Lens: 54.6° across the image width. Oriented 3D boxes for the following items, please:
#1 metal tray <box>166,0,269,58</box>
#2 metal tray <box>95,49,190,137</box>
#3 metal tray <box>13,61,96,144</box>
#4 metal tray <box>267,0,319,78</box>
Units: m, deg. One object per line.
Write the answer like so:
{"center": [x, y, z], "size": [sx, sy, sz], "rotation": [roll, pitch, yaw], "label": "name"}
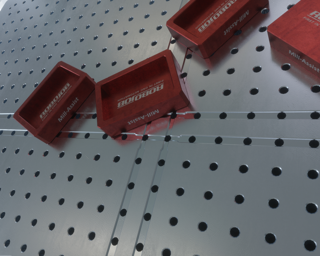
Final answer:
{"center": [0.084, -0.175, 0.468], "size": [0.130, 0.030, 0.090], "rotation": [-43, 51, -1], "label": "metal tray"}
{"center": [-0.030, -0.051, 0.452], "size": [0.130, 0.030, 0.090], "rotation": [-22, 53, 14], "label": "metal tray"}
{"center": [-0.180, -0.047, 0.530], "size": [0.090, 0.030, 0.130], "rotation": [29, 77, 37], "label": "metal tray"}
{"center": [0.205, -0.107, 0.364], "size": [0.090, 0.030, 0.130], "rotation": [-38, 51, 2], "label": "metal tray"}
